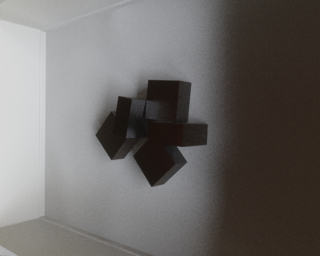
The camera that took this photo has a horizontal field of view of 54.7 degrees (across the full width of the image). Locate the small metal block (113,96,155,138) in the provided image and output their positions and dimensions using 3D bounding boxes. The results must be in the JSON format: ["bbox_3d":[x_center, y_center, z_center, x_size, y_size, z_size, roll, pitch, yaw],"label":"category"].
[{"bbox_3d":[-0.032,-0.014,0.412,0.025,0.050,0.050,16,100,38],"label":"small metal block"}]

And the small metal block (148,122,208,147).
[{"bbox_3d":[0.022,0.007,0.368,0.050,0.050,0.025,4,93,39],"label":"small metal block"}]

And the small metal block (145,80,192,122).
[{"bbox_3d":[0.010,-0.035,0.394,0.050,0.025,0.050,8,95,39],"label":"small metal block"}]

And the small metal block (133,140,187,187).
[{"bbox_3d":[-0.001,0.040,0.403,0.050,0.025,0.050,-48,62,29],"label":"small metal block"}]

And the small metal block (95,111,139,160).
[{"bbox_3d":[-0.062,0.011,0.453,0.050,0.025,0.050,-52,60,27],"label":"small metal block"}]
